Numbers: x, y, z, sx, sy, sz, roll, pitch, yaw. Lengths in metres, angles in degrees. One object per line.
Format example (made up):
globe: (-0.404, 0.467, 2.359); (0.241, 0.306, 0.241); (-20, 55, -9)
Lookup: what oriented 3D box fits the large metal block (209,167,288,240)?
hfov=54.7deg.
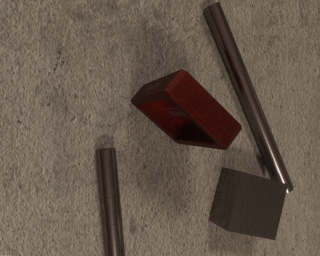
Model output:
large metal block: (0.126, 0.107, 0.444); (0.081, 0.050, 0.080); (17, 84, -20)

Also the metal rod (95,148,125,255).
metal rod: (-0.055, 0.175, 0.389); (0.025, 0.025, 0.298); (-6, 92, -20)

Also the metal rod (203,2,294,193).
metal rod: (0.134, -0.038, 0.460); (0.025, 0.025, 0.299); (-28, 100, -18)

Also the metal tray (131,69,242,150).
metal tray: (0.023, -0.017, 0.363); (0.090, 0.130, 0.030); (42, 77, -16)
